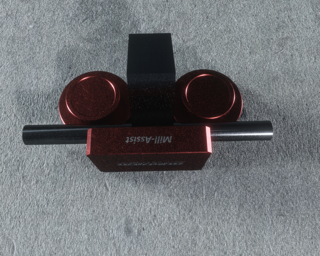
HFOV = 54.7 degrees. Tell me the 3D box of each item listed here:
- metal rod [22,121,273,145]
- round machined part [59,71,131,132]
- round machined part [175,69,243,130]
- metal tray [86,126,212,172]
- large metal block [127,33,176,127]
[{"bbox_3d":[-0.014,0.006,0.385,0.302,0.025,0.025,-1,70,-1],"label":"metal rod"},{"bbox_3d":[-0.085,-0.034,0.410,0.099,0.042,0.098,0,70,-1],"label":"round machined part"},{"bbox_3d":[0.061,-0.037,0.414,0.099,0.042,0.098,0,70,-1],"label":"round machined part"},{"bbox_3d":[-0.012,0.027,0.364,0.131,0.090,0.030,-1,70,-1],"label":"metal tray"},{"bbox_3d":[-0.010,-0.057,0.373,0.050,0.080,0.080,-2,47,-2],"label":"large metal block"}]
